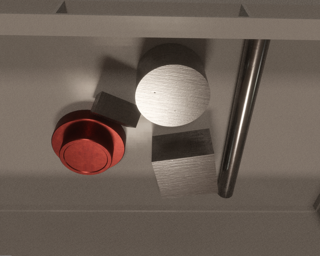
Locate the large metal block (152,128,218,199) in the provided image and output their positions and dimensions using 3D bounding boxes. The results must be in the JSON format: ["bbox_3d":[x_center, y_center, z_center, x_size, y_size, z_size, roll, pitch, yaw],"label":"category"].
[{"bbox_3d":[0.036,0.052,0.437,0.080,0.050,0.080,-8,130,6],"label":"large metal block"}]

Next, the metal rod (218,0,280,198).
[{"bbox_3d":[0.105,-0.010,0.401,0.025,0.025,0.298,0,130,0],"label":"metal rod"}]

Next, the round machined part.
[{"bbox_3d":[-0.097,0.026,0.419,0.099,0.042,0.097,-1,130,0],"label":"round machined part"}]

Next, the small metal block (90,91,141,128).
[{"bbox_3d":[-0.054,-0.021,0.372,0.050,0.050,0.025,21,85,-18],"label":"small metal block"}]

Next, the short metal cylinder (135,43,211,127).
[{"bbox_3d":[0.013,-0.048,0.351,0.081,0.050,0.079,-1,130,-1],"label":"short metal cylinder"}]
